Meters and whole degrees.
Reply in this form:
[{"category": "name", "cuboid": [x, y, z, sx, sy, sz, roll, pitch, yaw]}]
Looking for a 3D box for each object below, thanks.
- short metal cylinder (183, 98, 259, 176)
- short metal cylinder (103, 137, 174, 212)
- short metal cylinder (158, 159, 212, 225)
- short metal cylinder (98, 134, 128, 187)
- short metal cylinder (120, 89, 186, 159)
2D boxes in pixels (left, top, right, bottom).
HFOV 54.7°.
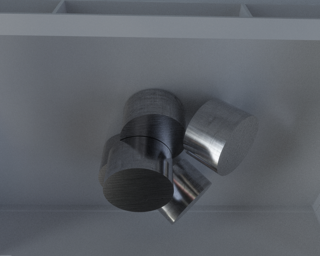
[{"category": "short metal cylinder", "cuboid": [0.074, 0.011, 0.374, 0.081, 0.050, 0.079, -32, 139, -33]}, {"category": "short metal cylinder", "cuboid": [-0.024, 0.056, 0.371, 0.081, 0.050, 0.079, 0, 130, 0]}, {"category": "short metal cylinder", "cuboid": [0.028, 0.090, 0.439, 0.050, 0.081, 0.079, 43, 128, 17]}, {"category": "short metal cylinder", "cuboid": [-0.042, 0.053, 0.436, 0.081, 0.050, 0.079, 0, 130, 0]}, {"category": "short metal cylinder", "cuboid": [-0.008, -0.002, 0.389, 0.081, 0.050, 0.079, 0, 130, 0]}]
